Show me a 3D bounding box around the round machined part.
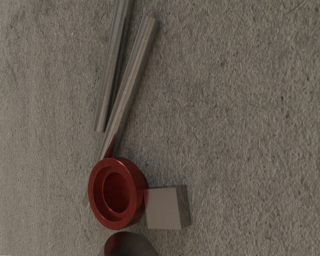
[{"bbox_3d":[-0.054,0.090,0.436,0.098,0.042,0.097,0,90,39],"label":"round machined part"}]

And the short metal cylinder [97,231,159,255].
[{"bbox_3d":[-0.046,0.184,0.405,0.080,0.081,0.050,46,117,30],"label":"short metal cylinder"}]

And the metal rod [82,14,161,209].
[{"bbox_3d":[-0.061,-0.012,0.453,0.025,0.025,0.298,32,110,35],"label":"metal rod"}]

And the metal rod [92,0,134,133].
[{"bbox_3d":[-0.060,-0.140,0.451,0.025,0.025,0.298,21,103,38],"label":"metal rod"}]

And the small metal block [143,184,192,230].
[{"bbox_3d":[0.009,0.100,0.393,0.050,0.025,0.050,-11,83,34],"label":"small metal block"}]
